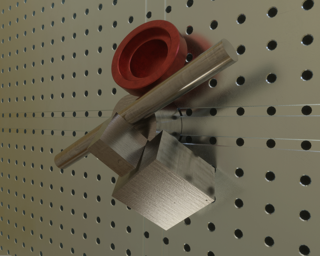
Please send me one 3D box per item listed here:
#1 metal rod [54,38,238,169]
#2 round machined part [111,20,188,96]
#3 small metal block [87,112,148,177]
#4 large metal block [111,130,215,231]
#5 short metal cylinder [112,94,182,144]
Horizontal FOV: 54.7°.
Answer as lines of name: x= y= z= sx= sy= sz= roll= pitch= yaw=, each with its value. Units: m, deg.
metal rod: x=-0.040 y=-0.012 z=0.375 sx=0.299 sy=0.025 sz=0.025 roll=-30 pitch=72 yaw=35
round machined part: x=-0.009 y=-0.082 z=0.389 sx=0.098 sy=0.042 sz=0.098 roll=-14 pitch=60 yaw=27
small metal block: x=-0.047 y=0.018 z=0.350 sx=0.050 sy=0.050 sz=0.025 roll=42 pitch=126 yaw=-17
large metal block: x=0.005 y=0.062 z=0.357 sx=0.080 sy=0.050 sz=0.080 roll=37 pitch=123 yaw=-16
short metal cylinder: x=-0.019 y=-0.003 z=0.406 sx=0.080 sy=0.050 sz=0.079 roll=0 pitch=90 yaw=39
